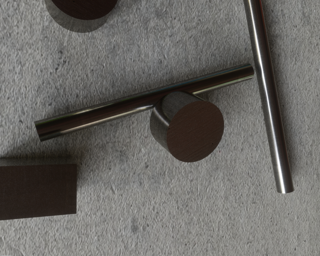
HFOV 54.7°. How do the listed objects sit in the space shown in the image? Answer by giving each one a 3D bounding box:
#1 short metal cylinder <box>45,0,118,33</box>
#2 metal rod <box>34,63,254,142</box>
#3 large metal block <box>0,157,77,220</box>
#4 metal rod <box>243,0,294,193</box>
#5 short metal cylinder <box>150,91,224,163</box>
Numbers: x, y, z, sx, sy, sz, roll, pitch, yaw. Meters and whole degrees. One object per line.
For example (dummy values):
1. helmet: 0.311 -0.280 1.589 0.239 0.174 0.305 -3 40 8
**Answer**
1. short metal cylinder: -0.092 -0.158 0.361 0.081 0.050 0.079 0 90 -20
2. metal rod: -0.005 -0.040 0.406 0.302 0.025 0.025 -18 96 -19
3. large metal block: -0.134 0.060 0.330 0.081 0.080 0.050 0 90 -20
4. metal rod: 0.165 -0.049 0.469 0.025 0.025 0.298 -13 95 -20
5. short metal cylinder: 0.034 -0.003 0.395 0.081 0.050 0.079 -10 113 -23
